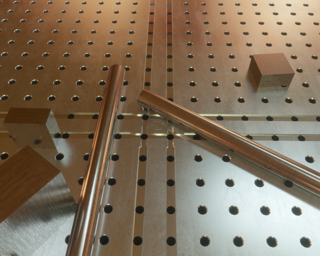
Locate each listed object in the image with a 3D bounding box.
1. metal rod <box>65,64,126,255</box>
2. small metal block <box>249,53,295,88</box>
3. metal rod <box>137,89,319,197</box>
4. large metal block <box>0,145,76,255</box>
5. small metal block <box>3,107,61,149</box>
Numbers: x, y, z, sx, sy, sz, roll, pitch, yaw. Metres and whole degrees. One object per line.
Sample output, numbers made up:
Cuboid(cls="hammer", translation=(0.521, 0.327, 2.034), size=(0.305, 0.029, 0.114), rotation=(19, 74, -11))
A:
Cuboid(cls="metal rod", translation=(-0.073, 0.026, 0.385), size=(0.025, 0.025, 0.300), rotation=(2, 50, 2))
Cuboid(cls="small metal block", translation=(0.174, -0.091, 0.485), size=(0.050, 0.025, 0.050), rotation=(-4, 50, -4))
Cuboid(cls="metal rod", translation=(0.099, 0.021, 0.390), size=(0.300, 0.025, 0.025), rotation=(28, 55, 21))
Cuboid(cls="large metal block", translation=(-0.136, 0.078, 0.306), size=(0.050, 0.080, 0.080), rotation=(31, 57, 23))
Cuboid(cls="small metal block", translation=(-0.158, 0.001, 0.389), size=(0.050, 0.050, 0.025), rotation=(2, 50, 1))
